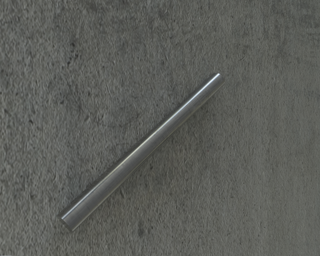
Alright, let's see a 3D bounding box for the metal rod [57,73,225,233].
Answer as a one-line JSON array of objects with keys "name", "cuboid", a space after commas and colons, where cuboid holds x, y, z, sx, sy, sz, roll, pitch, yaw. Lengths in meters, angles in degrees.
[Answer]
[{"name": "metal rod", "cuboid": [-0.005, 0.013, 0.402, 0.301, 0.025, 0.025, -43, 116, -31]}]
